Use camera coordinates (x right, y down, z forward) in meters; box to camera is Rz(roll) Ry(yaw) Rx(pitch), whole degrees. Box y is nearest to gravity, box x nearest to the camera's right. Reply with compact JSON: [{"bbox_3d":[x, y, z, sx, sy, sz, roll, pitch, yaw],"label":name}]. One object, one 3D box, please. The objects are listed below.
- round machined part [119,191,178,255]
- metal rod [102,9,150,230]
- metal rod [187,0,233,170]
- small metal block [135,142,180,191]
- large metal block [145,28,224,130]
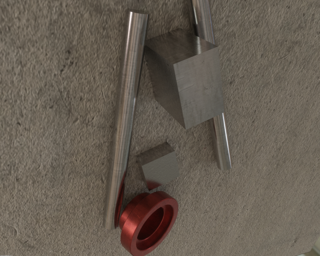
[{"bbox_3d":[-0.021,0.135,0.456,0.099,0.042,0.097,-31,136,-36],"label":"round machined part"},{"bbox_3d":[-0.047,0.010,0.388,0.025,0.025,0.298,-4,120,-27],"label":"metal rod"},{"bbox_3d":[0.070,-0.054,0.413,0.025,0.025,0.298,-27,128,-12],"label":"metal rod"},{"bbox_3d":[-0.003,0.054,0.441,0.050,0.025,0.050,-23,127,-15],"label":"small metal block"},{"bbox_3d":[0.026,-0.058,0.351,0.050,0.080,0.080,-25,128,-14],"label":"large metal block"}]
